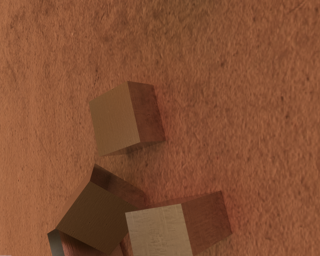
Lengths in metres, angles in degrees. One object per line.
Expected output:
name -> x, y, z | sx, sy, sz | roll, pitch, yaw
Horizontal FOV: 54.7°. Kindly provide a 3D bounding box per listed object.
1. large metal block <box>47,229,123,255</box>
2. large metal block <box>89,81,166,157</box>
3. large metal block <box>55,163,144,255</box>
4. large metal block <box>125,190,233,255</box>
large metal block -> -0.107, 0.176, 0.449 | 0.050, 0.081, 0.080 | -38, 67, 46
large metal block -> -0.046, -0.010, 0.425 | 0.080, 0.050, 0.080 | -21, 77, 37
large metal block -> -0.077, 0.108, 0.413 | 0.080, 0.080, 0.050 | -53, 15, 12
large metal block -> 0.022, 0.108, 0.350 | 0.080, 0.081, 0.050 | -21, 77, 38
